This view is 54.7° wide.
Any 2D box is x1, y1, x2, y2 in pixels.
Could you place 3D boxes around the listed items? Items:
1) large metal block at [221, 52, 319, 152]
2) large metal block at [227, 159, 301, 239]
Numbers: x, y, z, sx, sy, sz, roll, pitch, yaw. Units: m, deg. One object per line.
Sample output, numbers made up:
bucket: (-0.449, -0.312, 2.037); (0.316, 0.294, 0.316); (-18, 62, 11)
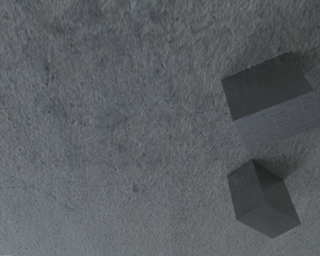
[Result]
large metal block: (0.121, -0.030, 0.347); (0.080, 0.080, 0.050); (-22, 127, 17)
large metal block: (0.153, 0.106, 0.464); (0.080, 0.080, 0.050); (32, 123, -25)
